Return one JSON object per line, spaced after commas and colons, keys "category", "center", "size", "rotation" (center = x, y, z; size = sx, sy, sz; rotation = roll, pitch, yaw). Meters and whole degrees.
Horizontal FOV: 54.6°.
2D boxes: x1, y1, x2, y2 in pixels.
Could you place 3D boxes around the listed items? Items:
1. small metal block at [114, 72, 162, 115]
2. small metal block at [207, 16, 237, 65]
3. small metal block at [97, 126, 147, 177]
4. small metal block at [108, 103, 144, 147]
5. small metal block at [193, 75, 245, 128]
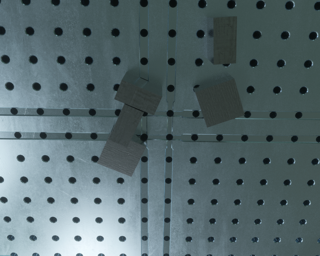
{"category": "small metal block", "center": [-0.025, -0.044, 0.384], "size": [0.050, 0.050, 0.025], "rotation": [22, 109, -8]}
{"category": "small metal block", "center": [0.071, -0.104, 0.362], "size": [0.025, 0.050, 0.050], "rotation": [-3, 110, 1]}
{"category": "small metal block", "center": [-0.051, 0.032, 0.425], "size": [0.050, 0.025, 0.050], "rotation": [23, 109, -9]}
{"category": "small metal block", "center": [-0.041, -0.011, 0.396], "size": [0.025, 0.050, 0.050], "rotation": [24, 108, -8]}
{"category": "small metal block", "center": [0.076, -0.035, 0.401], "size": [0.050, 0.025, 0.050], "rotation": [-19, 109, 7]}
